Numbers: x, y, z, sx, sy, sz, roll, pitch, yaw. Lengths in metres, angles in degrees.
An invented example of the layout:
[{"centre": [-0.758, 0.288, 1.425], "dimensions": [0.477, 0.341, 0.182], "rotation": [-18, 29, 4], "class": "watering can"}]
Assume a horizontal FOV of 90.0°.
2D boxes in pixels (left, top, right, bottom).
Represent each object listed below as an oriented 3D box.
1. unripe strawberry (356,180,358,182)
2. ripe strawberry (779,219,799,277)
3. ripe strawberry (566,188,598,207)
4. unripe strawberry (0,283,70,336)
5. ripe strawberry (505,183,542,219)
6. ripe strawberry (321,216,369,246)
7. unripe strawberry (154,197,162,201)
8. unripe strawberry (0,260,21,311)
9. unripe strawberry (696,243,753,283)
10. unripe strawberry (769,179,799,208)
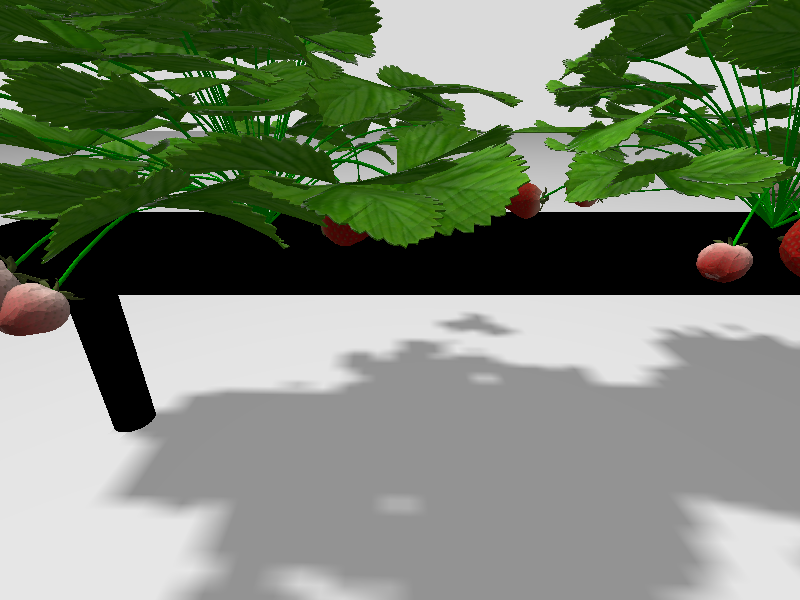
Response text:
[{"centre": [-0.055, -0.155, 0.534], "dimensions": [0.011, 0.010, 0.010], "rotation": [8, 26, 16], "class": "unripe strawberry"}, {"centre": [0.240, -0.028, 0.225], "dimensions": [0.038, 0.043, 0.041], "rotation": [16, 29, 31], "class": "ripe strawberry"}, {"centre": [0.200, -0.120, 0.439], "dimensions": [0.035, 0.035, 0.033], "rotation": [17, 30, 34], "class": "ripe strawberry"}, {"centre": [-0.163, 0.005, 0.177], "dimensions": [0.025, 0.021, 0.025], "rotation": [5, 40, 12], "class": "unripe strawberry"}, {"centre": [0.118, -0.096, 0.387], "dimensions": [0.035, 0.034, 0.032], "rotation": [2, 24, 11], "class": "ripe strawberry"}, {"centre": [-0.037, -0.062, 0.305], "dimensions": [0.043, 0.043, 0.040], "rotation": [14, 28, 27], "class": "ripe strawberry"}, {"centre": [-0.262, -0.111, 0.437], "dimensions": [0.017, 0.018, 0.016], "rotation": [-18, 10, 39], "class": "unripe strawberry"}, {"centre": [-0.200, -0.004, 0.188], "dimensions": [0.030, 0.032, 0.033], "rotation": [11, 42, 22], "class": "unripe strawberry"}, {"centre": [0.186, -0.020, 0.232], "dimensions": [0.026, 0.023, 0.023], "rotation": [25, 60, 42], "class": "unripe strawberry"}, {"centre": [0.417, -0.115, 0.433], "dimensions": [0.029, 0.031, 0.032], "rotation": [21, 32, 39], "class": "unripe strawberry"}]
